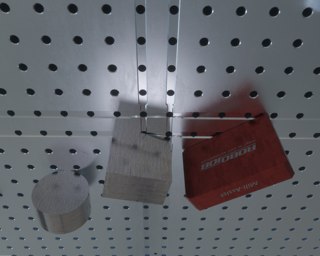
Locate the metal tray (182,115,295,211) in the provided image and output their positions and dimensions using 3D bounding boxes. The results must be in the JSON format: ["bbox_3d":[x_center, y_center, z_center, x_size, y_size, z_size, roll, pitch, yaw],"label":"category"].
[{"bbox_3d":[0.095,0.045,0.408,0.130,0.090,0.030,-26,126,20],"label":"metal tray"}]

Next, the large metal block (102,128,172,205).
[{"bbox_3d":[-0.030,0.051,0.419,0.081,0.080,0.050,10,129,-9],"label":"large metal block"}]

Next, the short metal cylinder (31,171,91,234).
[{"bbox_3d":[-0.147,0.111,0.469,0.081,0.080,0.050,3,130,-3],"label":"short metal cylinder"}]
